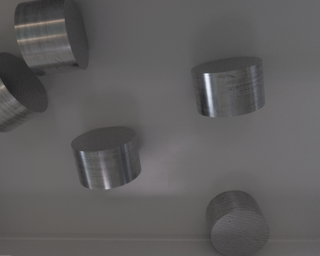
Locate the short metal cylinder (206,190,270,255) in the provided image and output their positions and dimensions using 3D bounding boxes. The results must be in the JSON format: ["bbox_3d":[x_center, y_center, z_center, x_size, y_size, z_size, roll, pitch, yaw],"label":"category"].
[{"bbox_3d":[0.111,0.138,0.450,0.081,0.050,0.079,0,110,0],"label":"short metal cylinder"}]

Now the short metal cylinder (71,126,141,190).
[{"bbox_3d":[-0.067,0.035,0.394,0.080,0.080,0.050,-6,110,2],"label":"short metal cylinder"}]

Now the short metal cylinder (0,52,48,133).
[{"bbox_3d":[-0.180,-0.041,0.365,0.050,0.080,0.080,-29,108,10],"label":"short metal cylinder"}]

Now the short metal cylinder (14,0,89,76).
[{"bbox_3d":[-0.116,-0.101,0.344,0.050,0.080,0.079,-8,110,3],"label":"short metal cylinder"}]

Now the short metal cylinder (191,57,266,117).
[{"bbox_3d":[0.080,-0.050,0.364,0.080,0.080,0.050,-10,110,3],"label":"short metal cylinder"}]
